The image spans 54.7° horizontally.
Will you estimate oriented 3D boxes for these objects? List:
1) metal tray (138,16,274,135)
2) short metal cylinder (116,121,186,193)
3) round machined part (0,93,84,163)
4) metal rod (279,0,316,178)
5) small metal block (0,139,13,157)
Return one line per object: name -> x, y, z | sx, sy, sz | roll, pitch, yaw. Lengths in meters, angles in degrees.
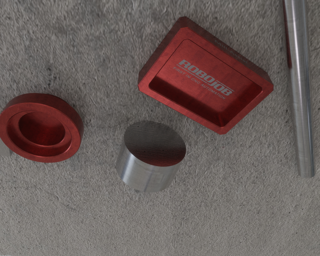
metal tray -> 0.052, -0.054, 0.358 | 0.131, 0.030, 0.090 | 27, 125, -22
short metal cylinder -> -0.012, 0.036, 0.402 | 0.081, 0.080, 0.050 | 13, 129, -11
round machined part -> -0.146, -0.004, 0.391 | 0.099, 0.042, 0.097 | 0, 130, 0
metal rod -> 0.169, -0.041, 0.373 | 0.025, 0.025, 0.299 | -16, 129, 13
small metal block -> -0.225, 0.009, 0.413 | 0.050, 0.025, 0.050 | 6, 130, -6
